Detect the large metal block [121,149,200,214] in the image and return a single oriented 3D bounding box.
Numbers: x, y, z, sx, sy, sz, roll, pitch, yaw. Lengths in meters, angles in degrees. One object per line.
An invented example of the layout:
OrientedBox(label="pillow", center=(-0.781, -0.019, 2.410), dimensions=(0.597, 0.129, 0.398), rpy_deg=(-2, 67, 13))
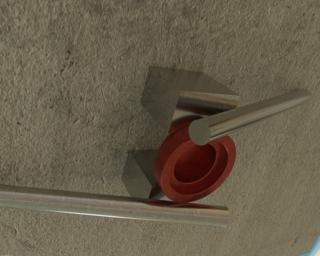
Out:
OrientedBox(label="large metal block", center=(0.003, 0.071, 0.420), dimensions=(0.081, 0.080, 0.050), rpy_deg=(1, 118, -29))

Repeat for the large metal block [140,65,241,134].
OrientedBox(label="large metal block", center=(0.033, -0.034, 0.371), dimensions=(0.081, 0.080, 0.050), rpy_deg=(1, 118, -29))

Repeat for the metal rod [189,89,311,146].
OrientedBox(label="metal rod", center=(0.137, -0.024, 0.401), dimensions=(0.302, 0.025, 0.025), rpy_deg=(-16, 128, -47))

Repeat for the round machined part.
OrientedBox(label="round machined part", center=(0.037, 0.037, 0.365), dimensions=(0.099, 0.042, 0.097), rpy_deg=(-14, 125, -21))

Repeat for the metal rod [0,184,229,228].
OrientedBox(label="metal rod", center=(-0.070, 0.088, 0.354), dimensions=(0.302, 0.025, 0.025), rpy_deg=(7, 117, -7))
